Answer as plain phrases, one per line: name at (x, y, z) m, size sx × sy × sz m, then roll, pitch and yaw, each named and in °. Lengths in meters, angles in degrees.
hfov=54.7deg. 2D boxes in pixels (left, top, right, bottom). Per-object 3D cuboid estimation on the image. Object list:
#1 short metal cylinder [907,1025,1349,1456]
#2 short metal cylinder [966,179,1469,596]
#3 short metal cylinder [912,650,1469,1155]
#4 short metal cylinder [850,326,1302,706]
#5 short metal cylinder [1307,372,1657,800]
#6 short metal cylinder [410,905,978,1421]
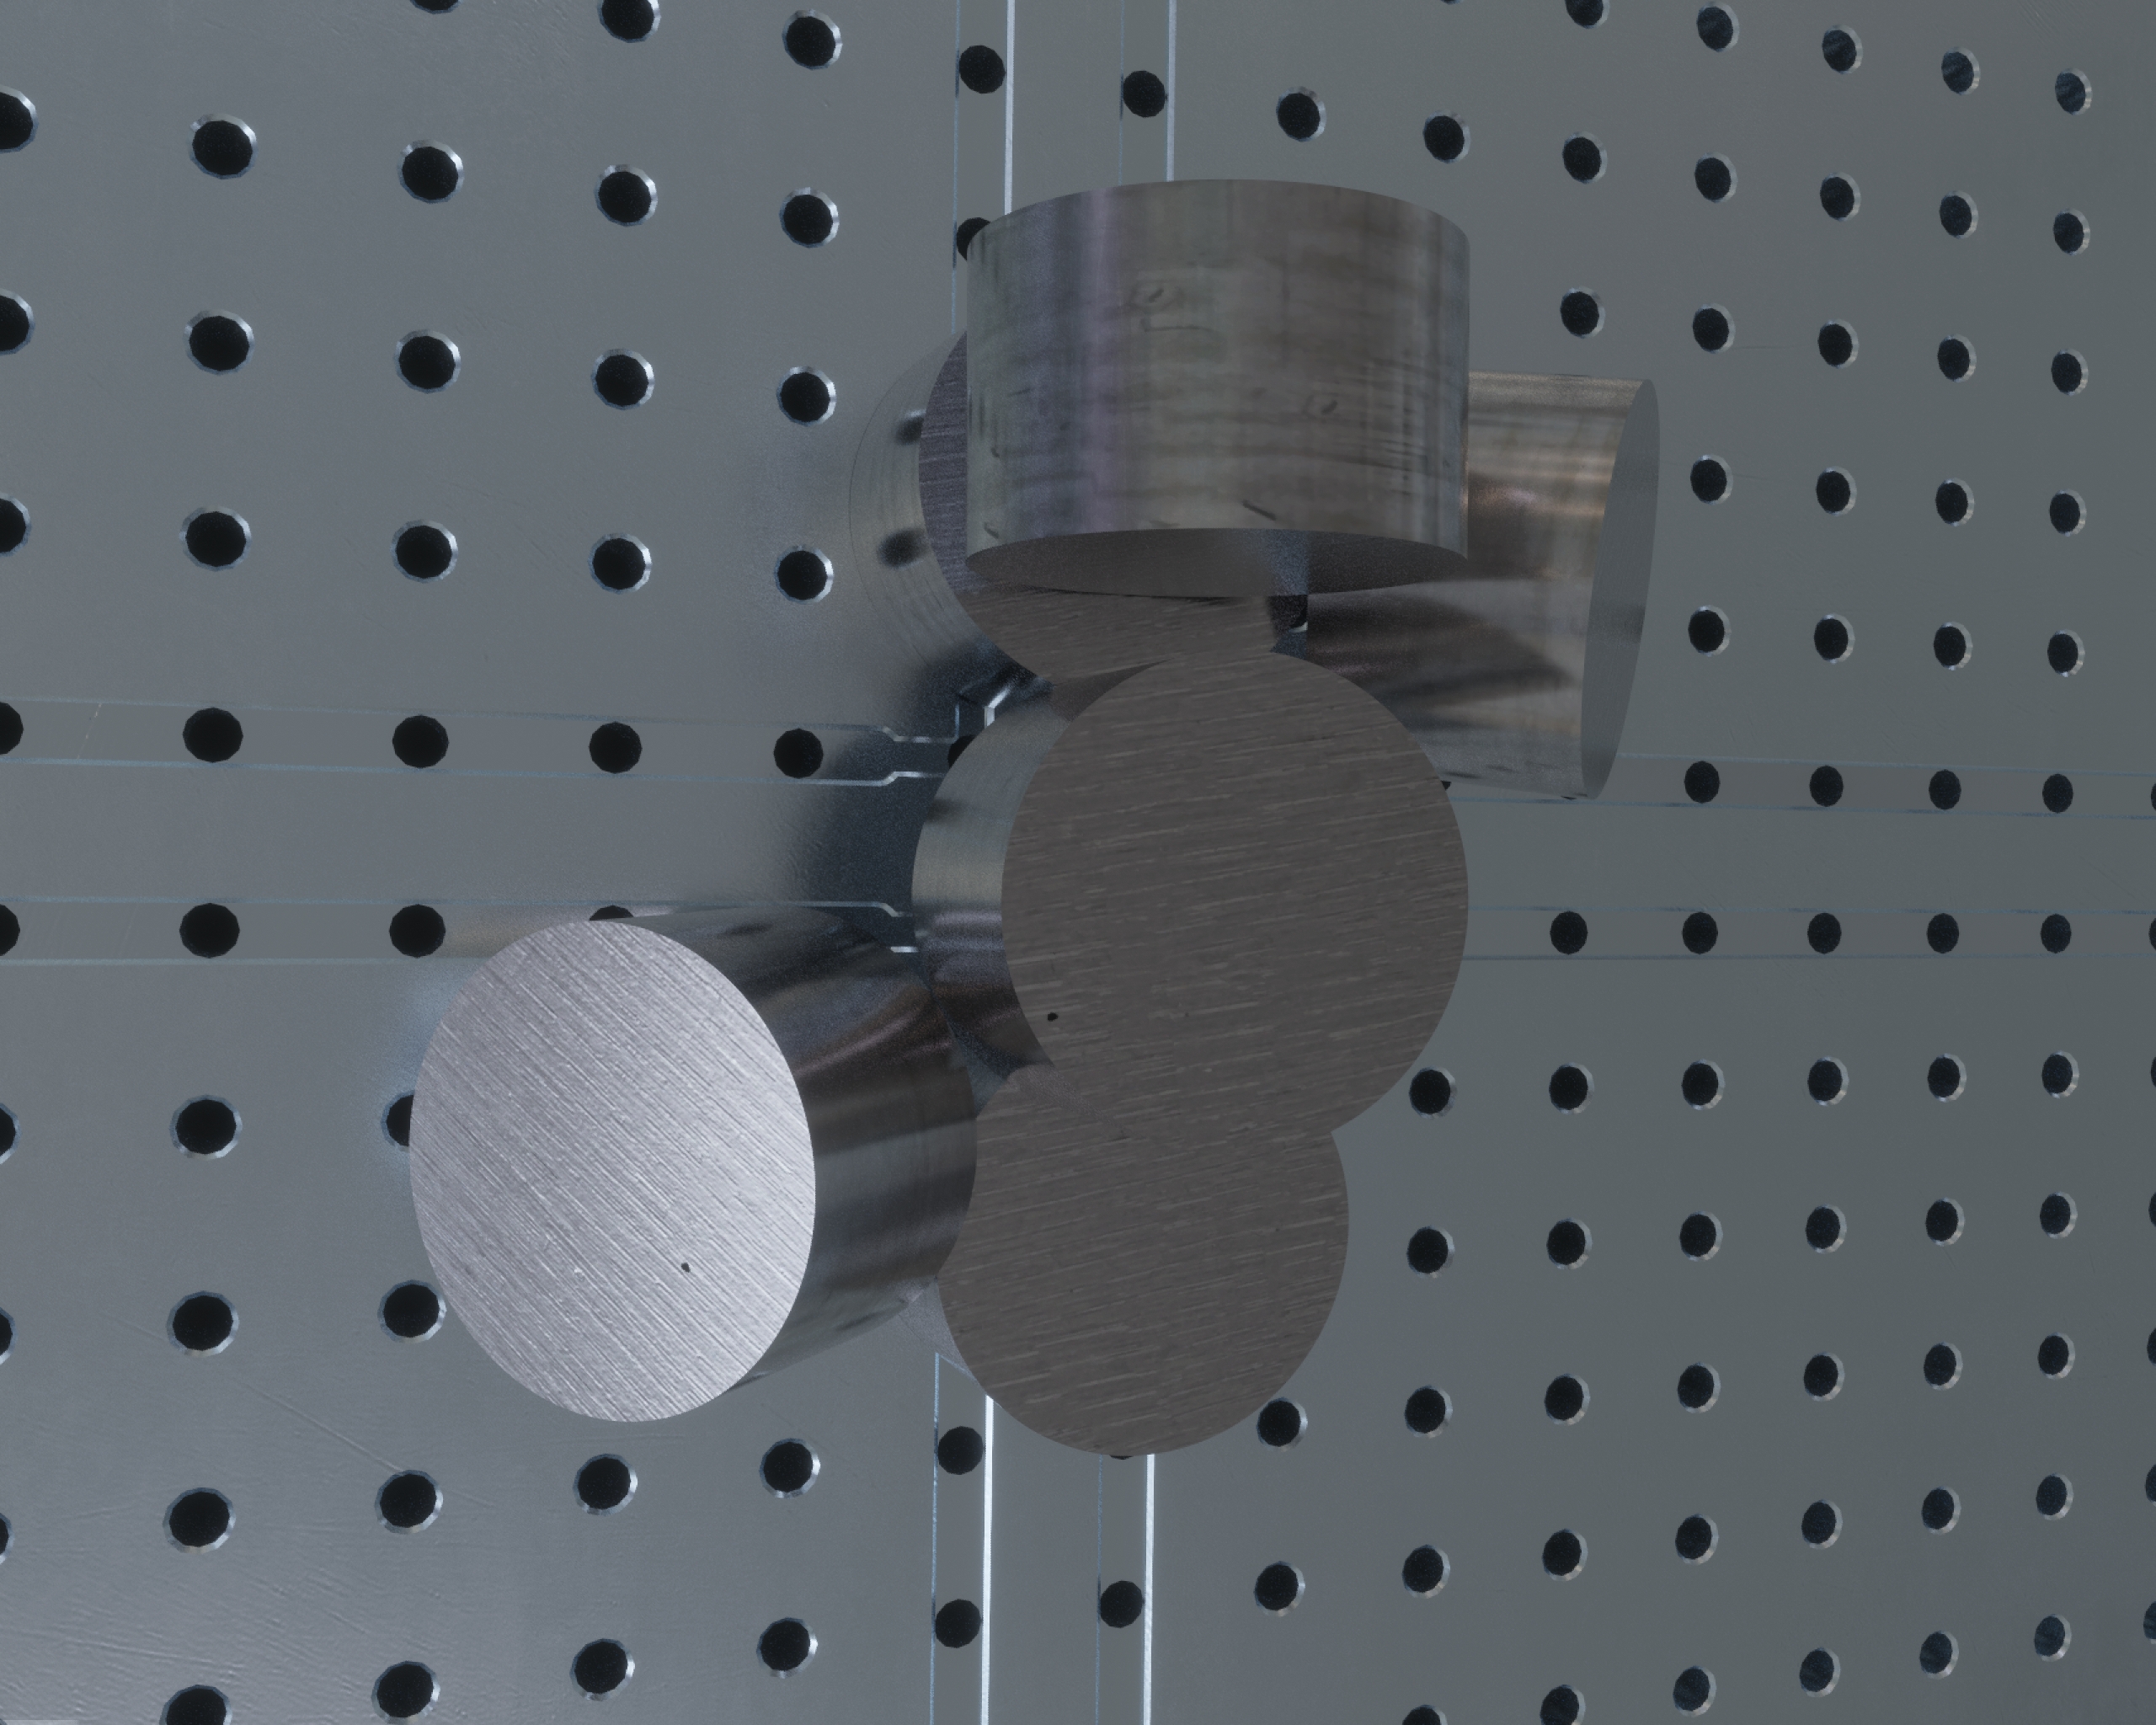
short metal cylinder at (0.004, 0.067, 0.400) m, size 0.081 × 0.050 × 0.079 m, roll 0°, pitch 91°, yaw -20°
short metal cylinder at (0.022, -0.073, 0.337) m, size 0.081 × 0.080 × 0.050 m, roll 0°, pitch 90°, yaw -20°
short metal cylinder at (0.018, 0.006, 0.352) m, size 0.081 × 0.050 × 0.079 m, roll 0°, pitch 90°, yaw -20°
short metal cylinder at (0.002, -0.069, 0.399) m, size 0.081 × 0.050 × 0.079 m, roll 0°, pitch 91°, yaw -20°
short metal cylinder at (0.080, -0.055, 0.405) m, size 0.050 × 0.080 × 0.080 m, roll 9°, pitch 86°, yaw 21°
short metal cylinder at (-0.064, 0.048, 0.354) m, size 0.050 × 0.080 × 0.079 m, roll -4°, pitch 92°, yaw -64°
